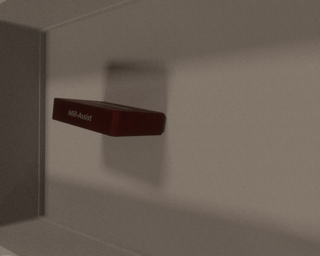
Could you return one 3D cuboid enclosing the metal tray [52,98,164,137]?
[{"bbox_3d":[-0.071,-0.016,0.420,0.130,0.091,0.030,13,99,39],"label":"metal tray"}]
